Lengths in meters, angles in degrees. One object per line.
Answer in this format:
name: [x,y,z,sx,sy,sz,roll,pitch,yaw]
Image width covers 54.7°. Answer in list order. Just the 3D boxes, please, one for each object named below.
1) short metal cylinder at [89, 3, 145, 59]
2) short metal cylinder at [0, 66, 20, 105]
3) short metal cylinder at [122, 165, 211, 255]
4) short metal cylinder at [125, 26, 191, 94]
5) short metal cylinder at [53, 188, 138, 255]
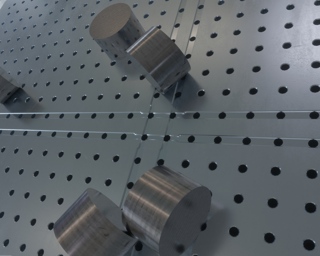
short metal cylinder: [-0.073,-0.166,0.533,0.080,0.050,0.080,-13,56,21]
short metal cylinder: [-0.321,-0.089,0.596,0.050,0.080,0.080,-45,51,-3]
short metal cylinder: [0.008,0.085,0.317,0.050,0.080,0.080,25,75,37]
short metal cylinder: [-0.003,-0.093,0.432,0.050,0.080,0.080,-43,51,-1]
short metal cylinder: [-0.068,0.112,0.340,0.050,0.080,0.080,-47,51,-5]
